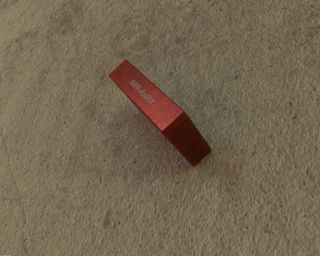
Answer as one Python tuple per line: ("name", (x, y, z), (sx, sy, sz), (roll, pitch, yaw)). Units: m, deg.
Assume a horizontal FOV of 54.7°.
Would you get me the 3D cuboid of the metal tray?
("metal tray", (-0.001, -0.019, 0.375), (0.030, 0.090, 0.130), (-43, 51, -1))
